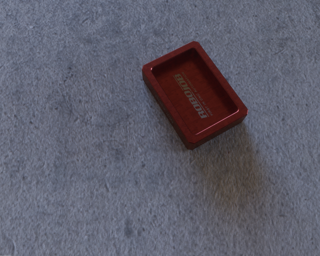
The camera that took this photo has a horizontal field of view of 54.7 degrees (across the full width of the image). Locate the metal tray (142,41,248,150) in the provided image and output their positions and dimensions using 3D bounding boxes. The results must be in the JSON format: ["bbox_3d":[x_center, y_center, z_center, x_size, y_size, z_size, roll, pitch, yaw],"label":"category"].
[{"bbox_3d":[0.045,-0.047,0.422,0.090,0.030,0.130,-28,73,-10],"label":"metal tray"}]
